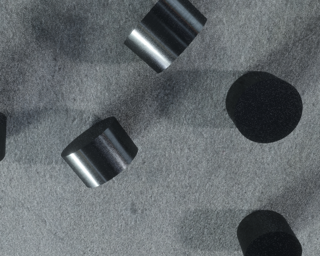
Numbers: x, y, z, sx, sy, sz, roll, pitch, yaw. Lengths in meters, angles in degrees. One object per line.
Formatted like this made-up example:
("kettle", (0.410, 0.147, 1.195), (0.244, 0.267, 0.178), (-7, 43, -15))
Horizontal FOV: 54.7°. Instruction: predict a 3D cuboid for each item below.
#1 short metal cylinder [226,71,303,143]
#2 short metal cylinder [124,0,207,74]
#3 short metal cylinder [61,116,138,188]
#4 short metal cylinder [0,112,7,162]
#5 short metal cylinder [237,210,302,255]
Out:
("short metal cylinder", (0.128, -0.027, 0.388), (0.081, 0.050, 0.079), (0, 110, -1))
("short metal cylinder", (0.005, -0.107, 0.341), (0.050, 0.080, 0.080), (40, 105, -14))
("short metal cylinder", (-0.075, 0.029, 0.390), (0.080, 0.080, 0.050), (-31, 108, 10))
("short metal cylinder", (-0.235, 0.010, 0.381), (0.081, 0.080, 0.050), (11, 110, -5))
("short metal cylinder", (0.161, 0.171, 0.462), (0.081, 0.050, 0.079), (0, 110, -1))
